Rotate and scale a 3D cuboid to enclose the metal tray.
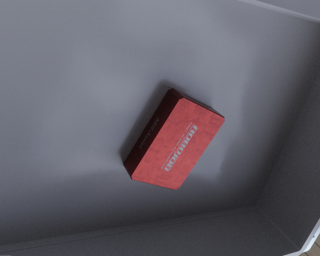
[{"bbox_3d":[0.020,0.020,0.430,0.091,0.030,0.129,22,107,-37],"label":"metal tray"}]
